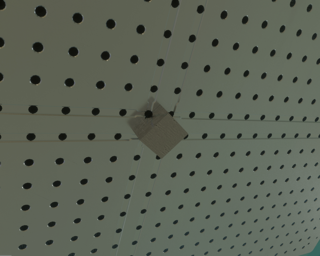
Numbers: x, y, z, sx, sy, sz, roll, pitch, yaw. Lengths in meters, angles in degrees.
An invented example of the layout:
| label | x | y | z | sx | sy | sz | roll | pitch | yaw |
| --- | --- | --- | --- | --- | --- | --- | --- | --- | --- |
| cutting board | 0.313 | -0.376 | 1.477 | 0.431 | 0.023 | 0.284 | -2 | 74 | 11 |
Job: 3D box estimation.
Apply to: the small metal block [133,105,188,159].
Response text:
| label | x | y | z | sx | sy | sz | roll | pitch | yaw |
| --- | --- | --- | --- | --- | --- | --- | --- | --- | --- |
| small metal block | 0.001 | 0.006 | 0.415 | 0.050 | 0.025 | 0.050 | -44 | 130 | 2 |
